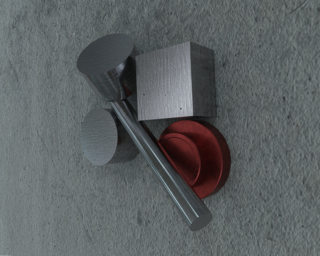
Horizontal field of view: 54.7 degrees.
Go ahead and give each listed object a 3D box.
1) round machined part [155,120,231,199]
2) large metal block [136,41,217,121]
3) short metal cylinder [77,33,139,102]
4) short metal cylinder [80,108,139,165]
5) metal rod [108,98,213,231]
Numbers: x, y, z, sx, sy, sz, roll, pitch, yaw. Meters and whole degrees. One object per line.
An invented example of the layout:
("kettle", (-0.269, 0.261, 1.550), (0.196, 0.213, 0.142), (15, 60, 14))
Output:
("round machined part", (0.030, 0.038, 0.369), (0.098, 0.042, 0.097), (0, 90, 40))
("large metal block", (0.019, -0.051, 0.372), (0.080, 0.050, 0.080), (-4, 88, 40))
("short metal cylinder", (-0.063, -0.082, 0.418), (0.080, 0.050, 0.080), (-11, 50, 14))
("short metal cylinder", (-0.070, 0.012, 0.449), (0.080, 0.050, 0.080), (0, 90, 40))
("metal rod", (-0.030, 0.000, 0.387), (0.025, 0.025, 0.300), (-60, 43, 23))
